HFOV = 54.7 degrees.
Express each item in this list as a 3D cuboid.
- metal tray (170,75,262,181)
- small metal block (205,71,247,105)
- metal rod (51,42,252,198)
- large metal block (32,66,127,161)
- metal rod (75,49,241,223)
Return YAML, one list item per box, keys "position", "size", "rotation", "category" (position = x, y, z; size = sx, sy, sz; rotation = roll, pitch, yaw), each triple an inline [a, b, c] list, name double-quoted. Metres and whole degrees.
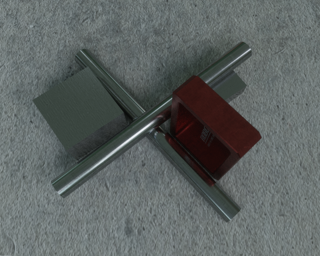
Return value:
- position: [0.054, 0.007, 0.351]
  size: [0.030, 0.130, 0.090]
  rotation: [-41, 75, -13]
  category: "metal tray"
- position: [0.083, -0.059, 0.432]
  size: [0.050, 0.025, 0.050]
  rotation: [-34, 74, -12]
  category: "small metal block"
- position: [-0.001, -0.018, 0.389]
  size: [0.301, 0.025, 0.025]
  rotation: [-37, 75, -13]
  category: "metal rod"
- position: [-0.100, -0.018, 0.400]
  size: [0.080, 0.050, 0.080]
  rotation: [-35, 74, -12]
  category: "large metal block"
- position: [-0.012, 0.000, 0.409]
  size: [0.025, 0.025, 0.300]
  rotation: [-40, 75, -13]
  category: "metal rod"
